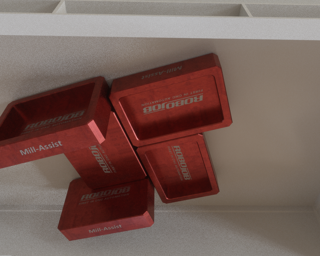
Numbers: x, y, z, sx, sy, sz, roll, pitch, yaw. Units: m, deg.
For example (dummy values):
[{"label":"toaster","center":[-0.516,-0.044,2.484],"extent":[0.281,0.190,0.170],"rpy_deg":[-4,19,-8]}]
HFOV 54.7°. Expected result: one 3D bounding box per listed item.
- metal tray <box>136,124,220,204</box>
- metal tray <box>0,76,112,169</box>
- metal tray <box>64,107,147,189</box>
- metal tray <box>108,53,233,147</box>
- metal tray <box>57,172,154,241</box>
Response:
[{"label":"metal tray","center":[0.029,0.054,0.450],"extent":[0.090,0.030,0.129],"rpy_deg":[-14,129,11]},{"label":"metal tray","center":[-0.123,-0.008,0.353],"extent":[0.130,0.090,0.030],"rpy_deg":[-14,129,11]},{"label":"metal tray","center":[-0.080,0.026,0.423],"extent":[0.090,0.030,0.129],"rpy_deg":[-14,129,11]},{"label":"metal tray","center":[0.015,-0.030,0.378],"extent":[0.131,0.030,0.090],"rpy_deg":[-13,129,10]},{"label":"metal tray","center":[-0.075,0.107,0.453],"extent":[0.131,0.090,0.030],"rpy_deg":[-13,129,10]}]
